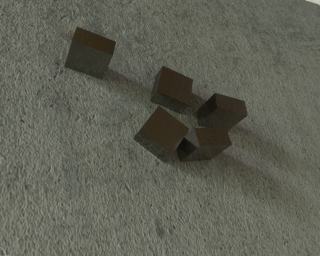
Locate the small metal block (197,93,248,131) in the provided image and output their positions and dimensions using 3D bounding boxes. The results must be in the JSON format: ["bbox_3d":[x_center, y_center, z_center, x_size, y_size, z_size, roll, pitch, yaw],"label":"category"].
[{"bbox_3d":[0.089,-0.021,0.448,0.050,0.050,0.025,12,57,-22],"label":"small metal block"}]

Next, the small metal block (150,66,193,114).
[{"bbox_3d":[0.017,-0.055,0.446,0.050,0.025,0.050,22,54,-15],"label":"small metal block"}]

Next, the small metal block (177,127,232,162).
[{"bbox_3d":[0.056,0.022,0.404,0.050,0.050,0.025,-1,63,-29],"label":"small metal block"}]

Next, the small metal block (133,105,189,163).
[{"bbox_3d":[0.002,0.007,0.400,0.050,0.025,0.050,38,51,-3],"label":"small metal block"}]

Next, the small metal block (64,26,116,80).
[{"bbox_3d":[-0.090,-0.094,0.397,0.050,0.050,0.025,18,55,-18],"label":"small metal block"}]
